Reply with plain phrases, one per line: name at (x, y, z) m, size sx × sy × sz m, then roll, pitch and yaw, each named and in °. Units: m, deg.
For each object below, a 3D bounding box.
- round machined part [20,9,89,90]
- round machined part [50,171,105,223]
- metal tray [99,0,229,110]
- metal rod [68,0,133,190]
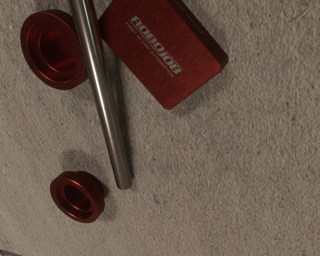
round machined part at (-0.125, -0.101, 0.397) m, size 0.098 × 0.042 × 0.097 m, roll 13°, pitch 124°, yaw 20°
round machined part at (-0.137, 0.113, 0.536) m, size 0.098 × 0.042 × 0.097 m, roll 13°, pitch 124°, yaw 20°
metal tray at (0.000, -0.094, 0.344) m, size 0.130 × 0.030 × 0.090 m, roll 48°, pitch 128°, yaw -6°
metal rod at (-0.070, -0.029, 0.399) m, size 0.025 × 0.025 × 0.298 m, roll 11°, pitch 131°, yaw 22°
